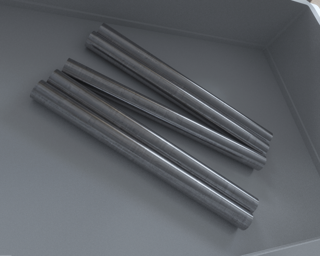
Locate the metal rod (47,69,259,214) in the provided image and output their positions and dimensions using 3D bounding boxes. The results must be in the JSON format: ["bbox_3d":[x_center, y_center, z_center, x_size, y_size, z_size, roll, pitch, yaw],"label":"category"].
[{"bbox_3d":[-0.004,0.021,0.389,0.301,0.025,0.025,33,51,-7],"label":"metal rod"}]

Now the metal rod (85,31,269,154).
[{"bbox_3d":[0.030,-0.045,0.447,0.301,0.025,0.025,32,52,-8],"label":"metal rod"}]

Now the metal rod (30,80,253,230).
[{"bbox_3d":[-0.016,0.036,0.373,0.301,0.025,0.025,33,51,-7],"label":"metal rod"}]

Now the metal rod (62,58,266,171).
[{"bbox_3d":[0.014,-0.013,0.419,0.301,0.025,0.025,26,53,-12],"label":"metal rod"}]

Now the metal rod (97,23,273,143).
[{"bbox_3d":[0.041,-0.061,0.463,0.301,0.025,0.025,32,52,-8],"label":"metal rod"}]
